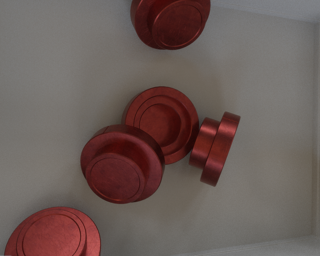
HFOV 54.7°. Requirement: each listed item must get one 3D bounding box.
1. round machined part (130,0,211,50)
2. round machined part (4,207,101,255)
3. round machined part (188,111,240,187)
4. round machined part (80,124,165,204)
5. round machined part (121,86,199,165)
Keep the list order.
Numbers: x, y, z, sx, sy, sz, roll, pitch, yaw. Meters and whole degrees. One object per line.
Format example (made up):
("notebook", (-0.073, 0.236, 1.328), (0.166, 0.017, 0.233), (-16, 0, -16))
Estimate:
("round machined part", (0.017, -0.135, 0.378), (0.099, 0.097, 0.042), (-8, 53, -20))
("round machined part", (-0.113, 0.128, 0.331), (0.099, 0.042, 0.098), (6, 46, -6))
("round machined part", (0.069, 0.024, 0.407), (0.042, 0.098, 0.098), (20, 82, 12))
("round machined part", (-0.046, 0.048, 0.358), (0.098, 0.042, 0.097), (4, 116, 9))
("round machined part", (-0.003, -0.003, 0.402), (0.099, 0.042, 0.097), (0, 90, -20))
